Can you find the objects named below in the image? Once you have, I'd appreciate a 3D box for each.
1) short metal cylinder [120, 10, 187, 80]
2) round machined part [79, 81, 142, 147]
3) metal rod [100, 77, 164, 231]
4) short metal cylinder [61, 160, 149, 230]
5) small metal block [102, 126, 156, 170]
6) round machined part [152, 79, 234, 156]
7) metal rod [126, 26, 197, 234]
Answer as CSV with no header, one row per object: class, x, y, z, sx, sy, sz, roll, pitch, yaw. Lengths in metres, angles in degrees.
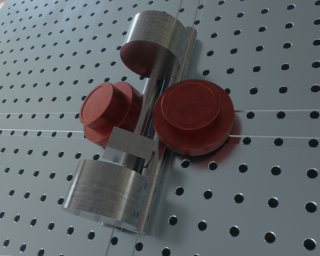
short metal cylinder,-0.008,-0.109,0.415,0.080,0.080,0.050,1,62,28
round machined part,-0.075,-0.025,0.437,0.098,0.042,0.098,-24,48,30
metal rod,-0.023,-0.013,0.427,0.025,0.025,0.300,1,62,29
short metal cylinder,-0.057,0.072,0.331,0.080,0.080,0.050,1,62,28
small metal block,-0.038,0.025,0.367,0.050,0.050,0.025,20,66,-9
round machined part,0.039,-0.019,0.372,0.098,0.042,0.098,-4,62,9
metal rod,0.009,-0.015,0.412,0.025,0.025,0.300,1,62,29
